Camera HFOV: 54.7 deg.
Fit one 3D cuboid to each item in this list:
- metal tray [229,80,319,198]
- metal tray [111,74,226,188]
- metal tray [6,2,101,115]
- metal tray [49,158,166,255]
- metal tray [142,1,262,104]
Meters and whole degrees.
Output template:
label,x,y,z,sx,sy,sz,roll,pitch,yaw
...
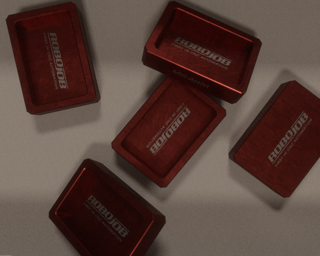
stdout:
label,x,y,z,sx,sy,sz,roll,pitch,yaw
metal tray,0.166,0.014,0.411,0.090,0.030,0.130,37,90,-1
metal tray,0.011,0.001,0.409,0.090,0.030,0.130,40,90,-1
metal tray,-0.138,-0.089,0.406,0.091,0.030,0.129,-13,90,-1
metal tray,-0.068,0.107,0.372,0.130,0.030,0.090,32,87,34
metal tray,0.054,-0.097,0.392,0.131,0.030,0.090,24,65,-1
